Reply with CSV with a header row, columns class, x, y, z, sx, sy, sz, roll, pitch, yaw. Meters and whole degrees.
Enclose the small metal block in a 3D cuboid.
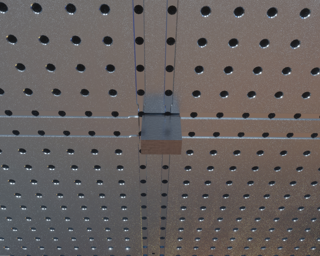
class,x,y,z,sx,sy,sz,roll,pitch,yaw
small metal block,0.002,0.008,0.402,0.050,0.050,0.025,1,130,-1
